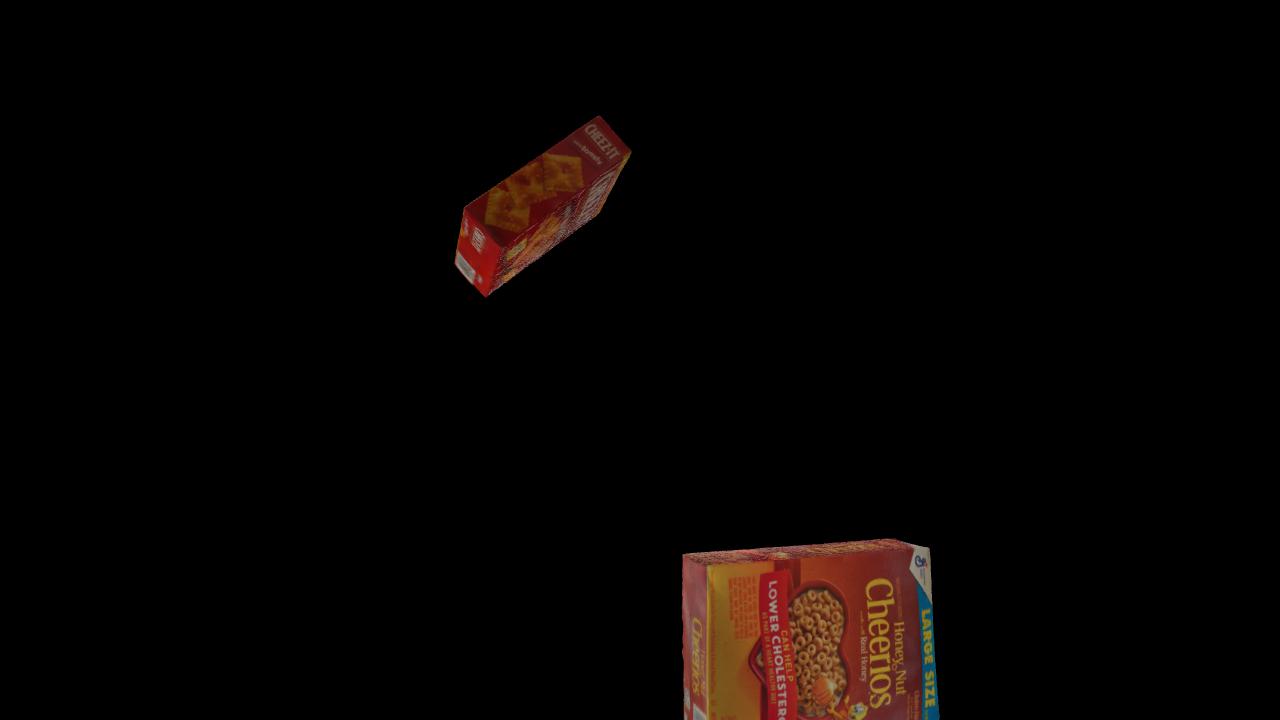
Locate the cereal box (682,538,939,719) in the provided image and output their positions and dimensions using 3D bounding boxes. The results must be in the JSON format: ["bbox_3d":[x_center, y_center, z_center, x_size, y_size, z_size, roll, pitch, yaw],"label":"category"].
[{"bbox_3d":[0.201,0.323,0.716,0.306,0.203,0.081,3,-6,-18],"label":"cereal box"}]

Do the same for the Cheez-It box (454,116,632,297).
[{"bbox_3d":[-0.127,-0.192,0.789,0.223,0.071,0.166,-44,3,-25],"label":"Cheez-It box"}]
